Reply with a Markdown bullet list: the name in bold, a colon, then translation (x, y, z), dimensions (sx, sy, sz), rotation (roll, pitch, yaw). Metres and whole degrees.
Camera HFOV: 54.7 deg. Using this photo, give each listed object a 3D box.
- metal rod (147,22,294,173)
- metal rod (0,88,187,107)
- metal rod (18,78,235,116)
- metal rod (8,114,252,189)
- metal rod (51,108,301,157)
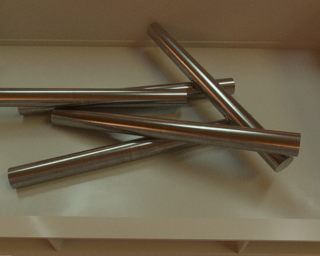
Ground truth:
- **metal rod**: translation (0.063, -0.060, 0.421), dimensions (0.025, 0.025, 0.300), rotation (-23, 54, -18)
- **metal rod**: translation (-0.116, -0.040, 0.409), dimensions (0.302, 0.025, 0.025), rotation (0, 50, -5)
- **metal rod**: translation (-0.043, -0.046, 0.442), dimensions (0.302, 0.025, 0.025), rotation (-6, 50, -6)
- **metal rod**: translation (-0.025, 0.025, 0.383), dimensions (0.302, 0.025, 0.025), rotation (-13, 51, -11)
- **metal rod**: translation (0.002, 0.001, 0.369), dimensions (0.301, 0.025, 0.025), rotation (7, 50, 19)
